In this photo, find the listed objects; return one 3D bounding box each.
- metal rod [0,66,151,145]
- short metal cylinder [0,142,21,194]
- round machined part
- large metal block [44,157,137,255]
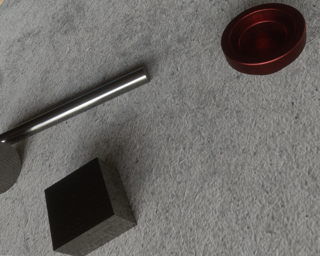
[{"bbox_3d":[-0.154,-0.025,0.500,0.301,0.025,0.025,-22,54,14],"label":"metal rod"},{"bbox_3d":[-0.263,0.060,0.470,0.050,0.080,0.080,1,62,28],"label":"short metal cylinder"},{"bbox_3d":[0.130,-0.106,0.390,0.098,0.042,0.098,-13,56,21],"label":"round machined part"},{"bbox_3d":[-0.085,0.096,0.374,0.080,0.050,0.080,-32,52,7],"label":"large metal block"}]
